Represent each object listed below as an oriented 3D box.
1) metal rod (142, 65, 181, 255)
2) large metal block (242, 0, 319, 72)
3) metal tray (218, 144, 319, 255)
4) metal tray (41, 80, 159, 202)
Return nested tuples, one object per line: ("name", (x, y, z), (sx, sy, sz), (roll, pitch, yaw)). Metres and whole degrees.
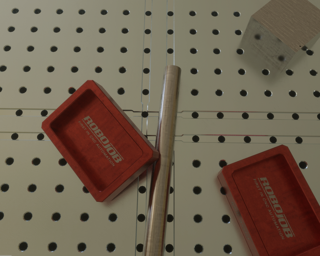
("metal rod", (0.002, 0.057, 0.390), (0.025, 0.025, 0.299), (6, 70, 2))
("large metal block", (0.183, -0.144, 0.452), (0.080, 0.050, 0.080), (-40, 75, -13))
("metal tray", (0.138, 0.095, 0.374), (0.091, 0.030, 0.130), (-19, 71, -7))
("metal tray", (-0.076, 0.015, 0.389), (0.090, 0.030, 0.130), (-42, 75, 4))
